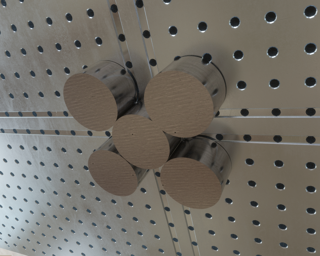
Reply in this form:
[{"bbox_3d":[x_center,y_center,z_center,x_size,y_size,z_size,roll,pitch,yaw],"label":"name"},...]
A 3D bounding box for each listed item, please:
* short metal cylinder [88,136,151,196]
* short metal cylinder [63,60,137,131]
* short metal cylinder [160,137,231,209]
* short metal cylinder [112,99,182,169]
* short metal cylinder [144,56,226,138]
[{"bbox_3d":[-0.057,0.053,0.455,0.080,0.050,0.079,13,124,20],"label":"short metal cylinder"},{"bbox_3d":[-0.078,-0.042,0.407,0.080,0.050,0.079,13,124,20],"label":"short metal cylinder"},{"bbox_3d":[0.047,0.058,0.404,0.080,0.050,0.079,13,124,20],"label":"short metal cylinder"},{"bbox_3d":[-0.015,0.007,0.405,0.080,0.050,0.079,13,124,20],"label":"short metal cylinder"},{"bbox_3d":[0.029,-0.036,0.354,0.080,0.050,0.079,13,124,20],"label":"short metal cylinder"}]
